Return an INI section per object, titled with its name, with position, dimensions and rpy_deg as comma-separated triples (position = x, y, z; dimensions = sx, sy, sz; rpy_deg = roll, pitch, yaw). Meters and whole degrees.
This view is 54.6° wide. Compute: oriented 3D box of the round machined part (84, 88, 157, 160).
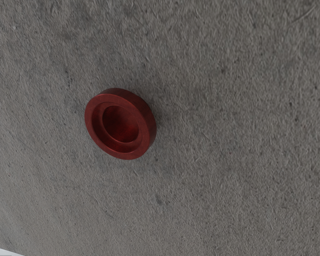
[round machined part]
position = -0.048, -0.009, 0.416
dimensions = 0.098, 0.042, 0.097
rpy_deg = 13, 124, 21
